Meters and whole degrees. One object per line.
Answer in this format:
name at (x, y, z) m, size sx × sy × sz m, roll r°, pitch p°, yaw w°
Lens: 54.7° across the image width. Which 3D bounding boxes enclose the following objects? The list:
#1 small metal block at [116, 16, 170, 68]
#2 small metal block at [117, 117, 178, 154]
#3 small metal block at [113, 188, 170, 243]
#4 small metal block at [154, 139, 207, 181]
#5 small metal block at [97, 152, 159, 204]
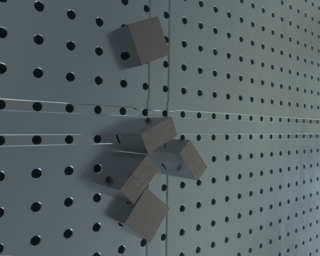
small metal block at (-0.020, -0.109, 0.394) m, size 0.050 × 0.025 × 0.050 m, roll -31°, pitch 110°, yaw -36°
small metal block at (-0.016, 0.008, 0.381) m, size 0.050 × 0.050 × 0.025 m, roll -29°, pitch 109°, yaw -36°
small metal block at (-0.022, 0.108, 0.393) m, size 0.050 × 0.025 × 0.050 m, roll 47°, pitch 62°, yaw -30°
small metal block at (0.028, 0.042, 0.418) m, size 0.025 × 0.050 × 0.050 m, roll -50°, pitch 120°, yaw -29°
small metal block at (-0.038, 0.057, 0.363) m, size 0.050 × 0.050 × 0.025 m, roll -52°, pitch 121°, yaw -27°
